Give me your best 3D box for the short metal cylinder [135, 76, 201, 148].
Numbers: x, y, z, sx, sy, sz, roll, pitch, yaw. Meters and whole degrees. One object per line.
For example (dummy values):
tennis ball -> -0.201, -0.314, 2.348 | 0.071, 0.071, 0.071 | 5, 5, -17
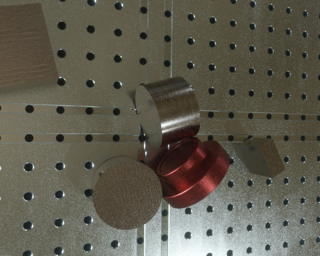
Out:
short metal cylinder -> 0.008, -0.020, 0.387 | 0.050, 0.080, 0.080 | -17, 96, -20

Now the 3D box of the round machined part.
round machined part -> 0.035, 0.049, 0.388 | 0.098, 0.098, 0.042 | -46, 105, -14

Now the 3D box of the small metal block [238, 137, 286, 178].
small metal block -> 0.149, 0.042, 0.456 | 0.025, 0.050, 0.050 | -29, 100, -18

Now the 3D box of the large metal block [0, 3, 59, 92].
large metal block -> -0.163, -0.084, 0.339 | 0.081, 0.050, 0.080 | -14, 95, -20

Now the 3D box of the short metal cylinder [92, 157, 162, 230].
short metal cylinder -> -0.043, 0.077, 0.381 | 0.081, 0.050, 0.079 | 0, 91, -16
